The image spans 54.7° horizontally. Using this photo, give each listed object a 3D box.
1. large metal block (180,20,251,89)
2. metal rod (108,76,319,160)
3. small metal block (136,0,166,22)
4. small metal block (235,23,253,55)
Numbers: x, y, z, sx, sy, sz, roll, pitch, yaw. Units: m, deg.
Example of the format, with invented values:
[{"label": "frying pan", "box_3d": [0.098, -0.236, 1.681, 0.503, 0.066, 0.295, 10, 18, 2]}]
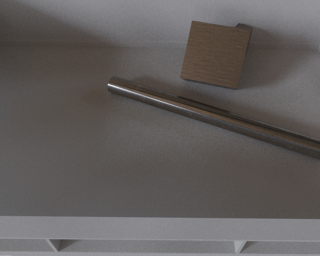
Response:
[{"label": "large metal block", "box_3d": [0.080, -0.103, 0.449, 0.080, 0.079, 0.050, 13, 6, 10]}, {"label": "metal rod", "box_3d": [0.067, -0.018, 0.421, 0.301, 0.025, 0.025, 19, 52, 14]}, {"label": "small metal block", "box_3d": [-0.018, -0.235, 0.605, 0.050, 0.025, 0.050, -9, 51, -8]}, {"label": "small metal block", "box_3d": [0.124, -0.133, 0.502, 0.025, 0.050, 0.050, 28, 55, 21]}]
